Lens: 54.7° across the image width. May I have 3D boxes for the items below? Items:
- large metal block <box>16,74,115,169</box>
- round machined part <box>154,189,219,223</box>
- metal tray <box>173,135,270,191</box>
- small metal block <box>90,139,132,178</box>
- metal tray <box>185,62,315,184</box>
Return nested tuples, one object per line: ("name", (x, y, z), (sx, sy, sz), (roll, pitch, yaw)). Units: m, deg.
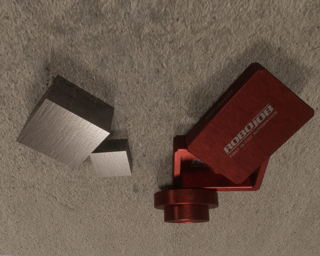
("large metal block", (-0.115, -0.005, 0.385), (0.080, 0.050, 0.080), (31, 123, -24))
("round machined part", (0.040, 0.122, 0.474), (0.099, 0.042, 0.098), (-1, 159, 0))
("metal tray", (0.084, 0.053, 0.449), (0.131, 0.030, 0.089), (-1, 130, 0))
("small metal block", (-0.069, 0.044, 0.443), (0.050, 0.025, 0.050), (-4, 130, 3))
("metal tray", (0.105, -0.002, 0.378), (0.090, 0.030, 0.129), (35, 110, -16))
